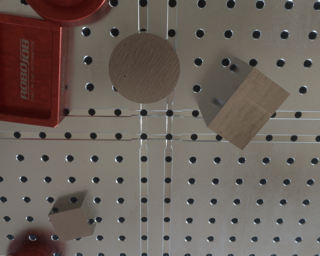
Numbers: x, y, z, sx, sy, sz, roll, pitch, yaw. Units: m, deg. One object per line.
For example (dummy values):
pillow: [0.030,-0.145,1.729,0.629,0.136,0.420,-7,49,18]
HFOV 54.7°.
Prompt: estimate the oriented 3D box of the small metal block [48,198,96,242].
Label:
small metal block: [-0.130,0.138,0.463,0.050,0.025,0.050,-15,110,5]

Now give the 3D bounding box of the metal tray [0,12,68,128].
metal tray: [-0.165,-0.070,0.383,0.091,0.030,0.129,8,110,-3]

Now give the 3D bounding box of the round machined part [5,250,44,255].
round machined part: [-0.212,0.235,0.489,0.099,0.042,0.097,0,110,0]

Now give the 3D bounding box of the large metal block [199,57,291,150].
large metal block: [0.095,-0.032,0.373,0.050,0.080,0.080,33,107,-11]

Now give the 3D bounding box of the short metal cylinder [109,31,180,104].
short metal cylinder: [-0.018,-0.074,0.372,0.081,0.050,0.079,0,110,0]

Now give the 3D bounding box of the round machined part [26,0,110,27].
round machined part: [-0.101,-0.162,0.328,0.099,0.042,0.097,0,91,-5]
